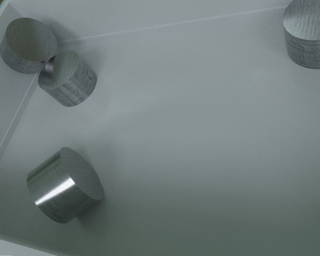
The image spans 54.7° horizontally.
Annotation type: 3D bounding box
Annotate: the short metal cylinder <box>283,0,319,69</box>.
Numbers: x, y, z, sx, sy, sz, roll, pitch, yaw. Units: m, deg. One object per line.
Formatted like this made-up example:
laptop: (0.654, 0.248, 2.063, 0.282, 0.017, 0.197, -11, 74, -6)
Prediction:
short metal cylinder: (0.189, -0.116, 0.362, 0.080, 0.050, 0.080, -13, 56, 20)

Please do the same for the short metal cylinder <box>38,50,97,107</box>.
short metal cylinder: (-0.154, -0.082, 0.518, 0.080, 0.050, 0.080, -13, 56, 20)

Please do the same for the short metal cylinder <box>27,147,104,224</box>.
short metal cylinder: (-0.116, 0.070, 0.386, 0.050, 0.080, 0.080, -37, 51, 4)

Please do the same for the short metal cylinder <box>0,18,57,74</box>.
short metal cylinder: (-0.223, -0.138, 0.527, 0.050, 0.080, 0.080, -26, 46, 50)
